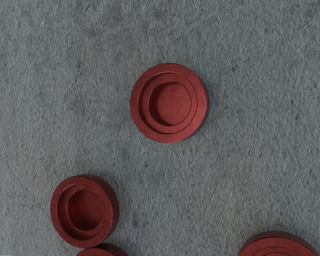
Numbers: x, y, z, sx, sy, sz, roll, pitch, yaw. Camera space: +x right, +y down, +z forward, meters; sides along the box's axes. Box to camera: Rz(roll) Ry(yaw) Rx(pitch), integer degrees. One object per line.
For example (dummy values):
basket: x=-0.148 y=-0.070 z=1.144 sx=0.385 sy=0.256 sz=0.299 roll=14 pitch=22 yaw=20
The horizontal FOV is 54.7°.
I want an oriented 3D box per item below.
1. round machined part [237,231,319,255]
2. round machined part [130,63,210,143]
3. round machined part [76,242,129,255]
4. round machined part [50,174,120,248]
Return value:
round machined part: x=0.136 y=0.165 z=0.352 sx=0.098 sy=0.042 sz=0.097 roll=0 pitch=90 yaw=20
round machined part: x=0.015 y=-0.031 z=0.394 sx=0.098 sy=0.042 sz=0.097 roll=0 pitch=90 yaw=20
round machined part: x=-0.073 y=0.206 z=0.426 sx=0.098 sy=0.042 sz=0.097 roll=0 pitch=90 yaw=20
round machined part: x=-0.100 y=0.113 z=0.435 sx=0.098 sy=0.042 sz=0.097 roll=0 pitch=90 yaw=20
